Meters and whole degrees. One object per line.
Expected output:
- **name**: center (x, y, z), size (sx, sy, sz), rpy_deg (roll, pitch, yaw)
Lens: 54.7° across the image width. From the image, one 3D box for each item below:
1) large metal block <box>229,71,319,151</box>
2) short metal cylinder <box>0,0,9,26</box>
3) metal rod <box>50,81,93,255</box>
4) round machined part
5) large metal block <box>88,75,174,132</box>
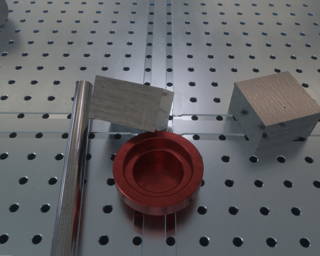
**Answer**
- **large metal block**: center (0.150, -0.024, 0.413), size (0.081, 0.050, 0.080), rpy_deg (-13, 51, -11)
- **short metal cylinder**: center (-0.322, -0.228, 0.561), size (0.081, 0.080, 0.050), rpy_deg (-18, 53, -15)
- **metal rod**: center (-0.101, 0.054, 0.361), size (0.025, 0.025, 0.300), rpy_deg (-3, 50, -3)
- **round machined part**: center (-0.002, 0.054, 0.352), size (0.099, 0.042, 0.098), rpy_deg (0, 50, 0)
- **large metal block**: center (-0.032, -0.030, 0.389), size (0.080, 0.080, 0.050), rpy_deg (13, 96, 10)
